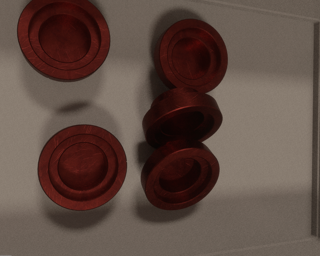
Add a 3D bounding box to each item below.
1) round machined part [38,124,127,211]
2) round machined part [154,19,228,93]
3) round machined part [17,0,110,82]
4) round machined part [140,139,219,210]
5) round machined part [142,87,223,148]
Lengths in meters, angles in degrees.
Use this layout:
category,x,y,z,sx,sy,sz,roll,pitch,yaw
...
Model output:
category,x,y,z,sx,sy,sz,roll,pitch,yaw
round machined part,-0.092,0.044,0.368,0.099,0.042,0.097,0,90,-21
round machined part,0.038,-0.092,0.417,0.099,0.042,0.097,0,90,-21
round machined part,-0.111,-0.102,0.361,0.099,0.042,0.097,0,90,-21
round machined part,0.022,0.055,0.397,0.099,0.042,0.097,-10,123,-15
round machined part,0.026,-0.014,0.393,0.099,0.097,0.042,-3,56,-20
